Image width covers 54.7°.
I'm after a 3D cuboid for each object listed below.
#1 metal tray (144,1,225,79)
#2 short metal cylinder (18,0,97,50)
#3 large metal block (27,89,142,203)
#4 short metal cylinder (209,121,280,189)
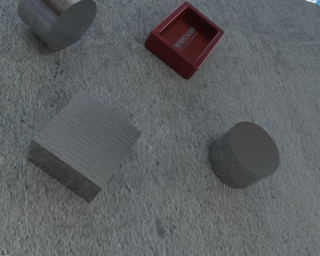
[{"bbox_3d":[0.045,-0.149,0.515,0.090,0.030,0.130,38,51,-3],"label":"metal tray"},{"bbox_3d":[-0.127,-0.145,0.389,0.050,0.080,0.080,44,51,2],"label":"short metal cylinder"},{"bbox_3d":[-0.079,0.019,0.333,0.080,0.050,0.080,37,51,-4],"label":"large metal block"},{"bbox_3d":[0.115,0.038,0.427,0.081,0.050,0.080,14,56,-21],"label":"short metal cylinder"}]
